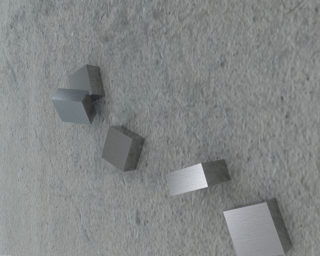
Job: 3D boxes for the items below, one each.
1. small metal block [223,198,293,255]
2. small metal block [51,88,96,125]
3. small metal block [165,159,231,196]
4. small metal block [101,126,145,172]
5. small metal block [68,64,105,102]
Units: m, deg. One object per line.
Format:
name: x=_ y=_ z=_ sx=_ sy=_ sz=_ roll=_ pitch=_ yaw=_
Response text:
small metal block: x=0.101 y=0.104 z=0.321 sx=0.050 sy=0.025 sz=0.050 roll=-26 pitch=74 yaw=36
small metal block: x=-0.133 y=-0.033 z=0.483 sx=0.050 sy=0.050 sz=0.025 roll=6 pitch=50 yaw=12
small metal block: x=0.043 y=0.056 z=0.351 sx=0.050 sy=0.050 sz=0.025 roll=-24 pitch=75 yaw=37
small metal block: x=-0.054 y=0.029 z=0.447 sx=0.050 sy=0.025 sz=0.050 roll=27 pitch=107 yaw=36
small metal block: x=-0.119 y=-0.068 z=0.500 sx=0.050 sy=0.025 sz=0.050 roll=-22 pitch=76 yaw=37
